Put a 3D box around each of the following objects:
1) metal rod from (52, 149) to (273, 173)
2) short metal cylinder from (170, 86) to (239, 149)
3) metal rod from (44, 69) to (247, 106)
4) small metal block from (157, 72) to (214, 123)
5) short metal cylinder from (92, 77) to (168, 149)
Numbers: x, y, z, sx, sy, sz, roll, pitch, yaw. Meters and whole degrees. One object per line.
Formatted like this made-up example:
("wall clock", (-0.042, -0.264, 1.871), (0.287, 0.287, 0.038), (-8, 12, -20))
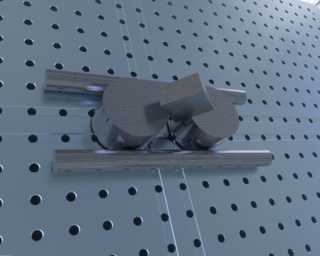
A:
("metal rod", (0.024, 0.040, 0.392), (0.303, 0.025, 0.025), (2, 61, -27))
("short metal cylinder", (0.060, -0.011, 0.427), (0.081, 0.050, 0.080), (14, 56, -21))
("metal rod", (-0.001, -0.053, 0.436), (0.303, 0.025, 0.025), (2, 61, -27))
("small metal block", (0.031, -0.034, 0.366), (0.050, 0.050, 0.025), (45, 29, -59))
("short metal cylinder", (-0.037, -0.014, 0.377), (0.081, 0.050, 0.080), (14, 56, -21))
